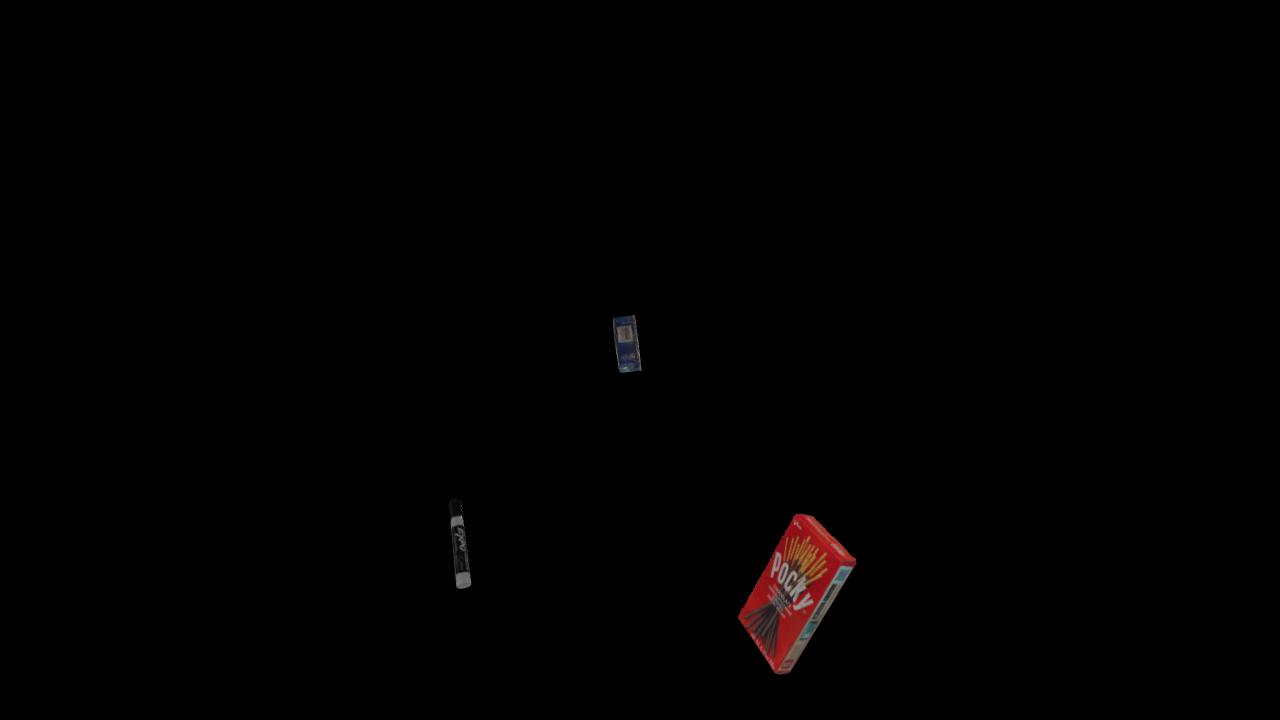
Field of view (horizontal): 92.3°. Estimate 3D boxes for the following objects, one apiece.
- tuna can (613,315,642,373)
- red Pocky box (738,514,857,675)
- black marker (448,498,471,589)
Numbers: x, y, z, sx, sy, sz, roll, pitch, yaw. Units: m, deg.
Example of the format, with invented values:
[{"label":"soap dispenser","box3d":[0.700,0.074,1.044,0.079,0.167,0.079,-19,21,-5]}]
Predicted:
[{"label":"tuna can","box3d":[-0.019,-0.023,0.910,0.034,0.084,0.084,-7,0,-1]},{"label":"red Pocky box","box3d":[0.169,0.256,0.680,0.028,0.155,0.083,16,16,-29]},{"label":"black marker","box3d":[-0.240,0.240,0.817,0.020,0.121,0.020,-13,-34,-9]}]
